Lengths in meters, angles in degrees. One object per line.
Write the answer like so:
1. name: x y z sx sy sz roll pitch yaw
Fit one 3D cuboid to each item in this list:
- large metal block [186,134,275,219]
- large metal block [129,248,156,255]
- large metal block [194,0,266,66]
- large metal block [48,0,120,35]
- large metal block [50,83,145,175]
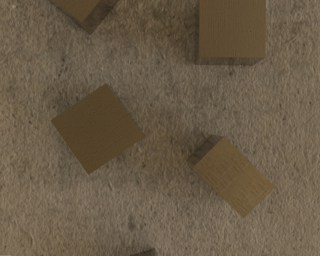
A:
1. large metal block: 0.082 0.055 0.384 0.080 0.080 0.050 45 90 -1
2. large metal block: -0.034 0.213 0.397 0.080 0.050 0.080 -16 90 -1
3. large metal block: 0.088 -0.125 0.399 0.081 0.050 0.079 1 90 -1
4. large metal block: -0.100 -0.182 0.396 0.080 0.050 0.080 39 90 -1
5. large metal block: -0.075 0.001 0.397 0.080 0.050 0.080 -34 90 0
